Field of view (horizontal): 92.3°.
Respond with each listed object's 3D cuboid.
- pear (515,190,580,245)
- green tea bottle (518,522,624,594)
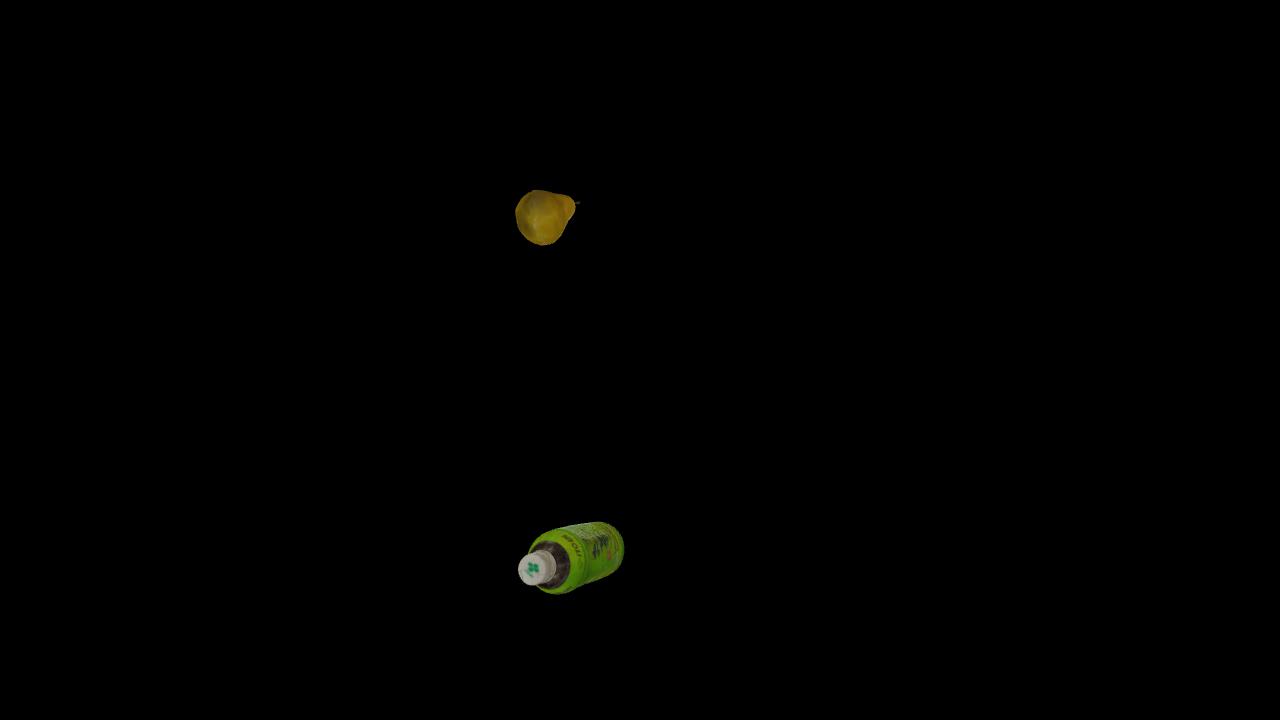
[{"bbox_3d":[-0.126,-0.219,0.902,0.111,0.080,0.080,-40,21,-27],"label":"pear"},{"bbox_3d":[-0.080,0.227,0.706,0.073,0.073,0.212,0,-10,18],"label":"green tea bottle"}]
